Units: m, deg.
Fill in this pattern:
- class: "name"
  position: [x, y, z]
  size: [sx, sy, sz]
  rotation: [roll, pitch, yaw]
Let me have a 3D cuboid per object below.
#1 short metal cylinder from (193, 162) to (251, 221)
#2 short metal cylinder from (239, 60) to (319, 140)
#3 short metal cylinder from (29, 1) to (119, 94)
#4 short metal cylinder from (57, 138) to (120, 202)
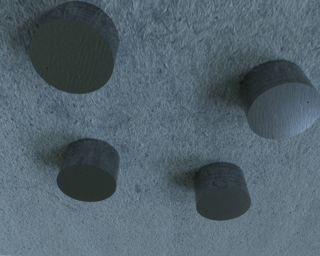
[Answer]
- class: "short metal cylinder"
  position: [0.093, 0.098, 0.475]
  size: [0.081, 0.050, 0.079]
  rotation: [0, 130, 0]
- class: "short metal cylinder"
  position: [0.138, -0.033, 0.364]
  size: [0.081, 0.050, 0.079]
  rotation: [0, 130, 0]
- class: "short metal cylinder"
  position: [-0.085, -0.082, 0.320]
  size: [0.081, 0.050, 0.079]
  rotation: [0, 130, 0]
- class: "short metal cylinder"
  position: [-0.100, 0.061, 0.441]
  size: [0.081, 0.050, 0.079]
  rotation: [0, 130, 0]
